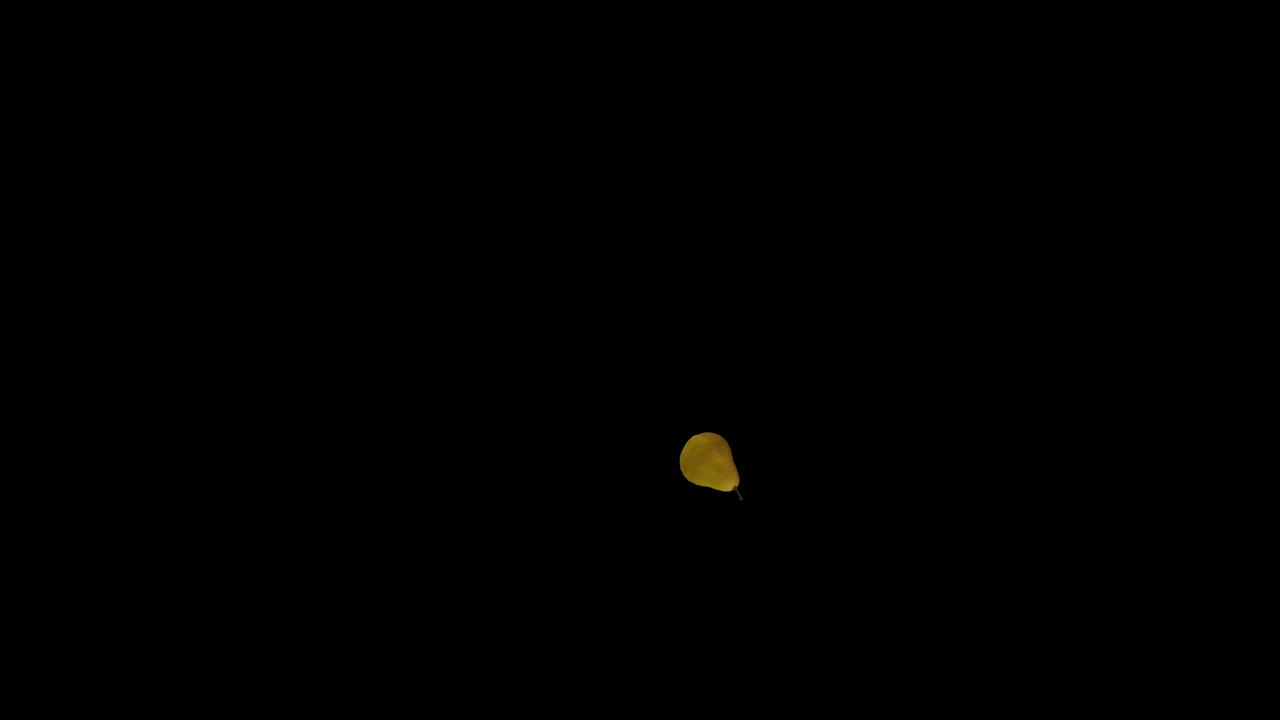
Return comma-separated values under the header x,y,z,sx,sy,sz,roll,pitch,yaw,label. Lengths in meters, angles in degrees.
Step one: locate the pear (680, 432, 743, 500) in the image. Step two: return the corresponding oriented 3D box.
x,y,z,sx,sy,sz,roll,pitch,yaw,label
0.111,0.153,0.879,0.080,0.080,0.111,0,23,-45,pear
